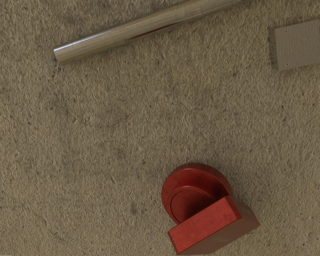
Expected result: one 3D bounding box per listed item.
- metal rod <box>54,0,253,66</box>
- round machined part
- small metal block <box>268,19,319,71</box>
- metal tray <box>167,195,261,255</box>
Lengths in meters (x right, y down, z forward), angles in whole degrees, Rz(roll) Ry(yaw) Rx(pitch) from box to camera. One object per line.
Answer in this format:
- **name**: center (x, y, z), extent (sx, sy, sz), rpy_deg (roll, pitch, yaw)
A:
- **metal rod**: center (0.021, -0.132, 0.361), extent (0.301, 0.025, 0.025), rpy_deg (-18, 109, 6)
- **round machined part**: center (0.048, 0.100, 0.423), extent (0.098, 0.042, 0.097), rpy_deg (6, 109, 18)
- **small metal block**: center (0.162, -0.101, 0.375), extent (0.050, 0.025, 0.050), rpy_deg (-12, 110, 4)
- **metal tray**: center (0.078, 0.135, 0.416), extent (0.090, 0.030, 0.130), rpy_deg (-35, 148, 12)
